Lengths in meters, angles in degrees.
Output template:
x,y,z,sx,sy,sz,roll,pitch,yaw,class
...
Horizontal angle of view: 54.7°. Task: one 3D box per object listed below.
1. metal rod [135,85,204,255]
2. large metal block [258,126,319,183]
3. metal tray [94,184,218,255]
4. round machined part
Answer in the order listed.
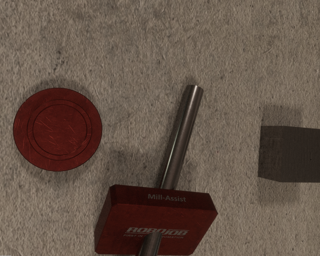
x,y,z,sx,sy,sz,roll,pitch,yaw,class
0.005,0.084,0.390,0.025,0.025,0.299,23,74,-19,metal rod
0.201,0.039,0.472,0.081,0.050,0.080,4,89,-20,large metal block
-0.006,0.117,0.380,0.131,0.030,0.089,10,122,-20,metal tray
-0.116,0.002,0.358,0.099,0.042,0.097,0,90,-21,round machined part
